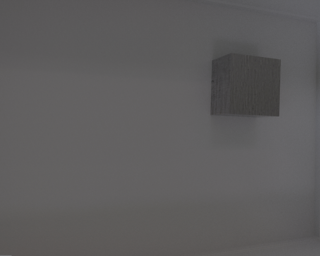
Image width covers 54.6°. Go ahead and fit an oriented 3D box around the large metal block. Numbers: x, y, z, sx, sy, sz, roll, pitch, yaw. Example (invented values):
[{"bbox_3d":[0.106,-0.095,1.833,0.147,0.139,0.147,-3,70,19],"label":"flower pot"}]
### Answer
[{"bbox_3d":[0.121,-0.057,0.441,0.081,0.050,0.080,2,90,-20],"label":"large metal block"}]
